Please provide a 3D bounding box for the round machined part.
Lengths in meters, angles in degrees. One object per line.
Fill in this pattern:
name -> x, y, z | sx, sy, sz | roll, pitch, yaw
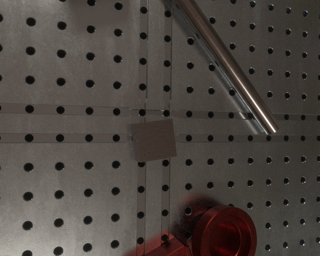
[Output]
round machined part -> 0.084, 0.156, 0.431 | 0.099, 0.042, 0.097 | 2, 86, -29

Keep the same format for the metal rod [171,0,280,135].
metal rod -> 0.083, -0.111, 0.444 | 0.025, 0.025, 0.300 | -43, 104, -15

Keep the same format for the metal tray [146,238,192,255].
metal tray -> 0.016, 0.229, 0.417 | 0.091, 0.030, 0.129 | -25, 99, -19

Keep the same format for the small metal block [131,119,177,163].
small metal block -> -0.008, 0.016, 0.411 | 0.050, 0.025, 0.050 | -8, 93, -20
